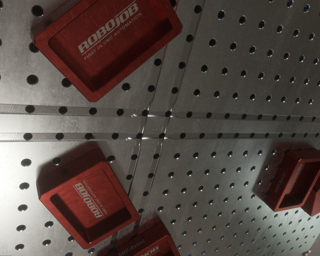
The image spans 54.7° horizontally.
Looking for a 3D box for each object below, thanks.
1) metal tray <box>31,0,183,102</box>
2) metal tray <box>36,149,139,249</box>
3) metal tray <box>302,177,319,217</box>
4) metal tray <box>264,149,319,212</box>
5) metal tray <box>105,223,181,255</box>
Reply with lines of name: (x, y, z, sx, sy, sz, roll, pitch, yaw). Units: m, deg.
metal tray: (-0.051, -0.100, 0.319, 0.130, 0.030, 0.090, -40, 130, -1)
metal tray: (-0.092, 0.100, 0.420, 0.090, 0.030, 0.129, -29, 129, -10)
metal tray: (0.392, 0.141, 0.714, 0.131, 0.030, 0.089, -20, 127, -17)
metal tray: (0.275, 0.106, 0.627, 0.091, 0.030, 0.129, 0, 119, -29)
metal tray: (-0.034, 0.229, 0.532, 0.131, 0.030, 0.090, -28, 128, -11)
